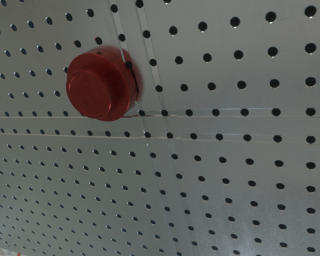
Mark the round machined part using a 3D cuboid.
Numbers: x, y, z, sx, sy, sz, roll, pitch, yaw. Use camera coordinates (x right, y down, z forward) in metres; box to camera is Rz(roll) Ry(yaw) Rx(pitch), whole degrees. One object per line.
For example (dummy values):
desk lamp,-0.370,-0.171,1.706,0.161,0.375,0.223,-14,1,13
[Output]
round machined part,-0.084,-0.051,0.411,0.098,0.042,0.097,13,124,20
